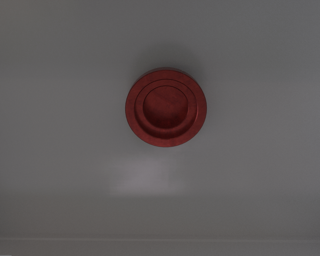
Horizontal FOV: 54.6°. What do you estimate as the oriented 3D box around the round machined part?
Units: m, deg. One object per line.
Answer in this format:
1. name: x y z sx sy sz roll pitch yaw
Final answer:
1. round machined part: 0.007 -0.028 0.392 0.099 0.042 0.097 0 110 0
